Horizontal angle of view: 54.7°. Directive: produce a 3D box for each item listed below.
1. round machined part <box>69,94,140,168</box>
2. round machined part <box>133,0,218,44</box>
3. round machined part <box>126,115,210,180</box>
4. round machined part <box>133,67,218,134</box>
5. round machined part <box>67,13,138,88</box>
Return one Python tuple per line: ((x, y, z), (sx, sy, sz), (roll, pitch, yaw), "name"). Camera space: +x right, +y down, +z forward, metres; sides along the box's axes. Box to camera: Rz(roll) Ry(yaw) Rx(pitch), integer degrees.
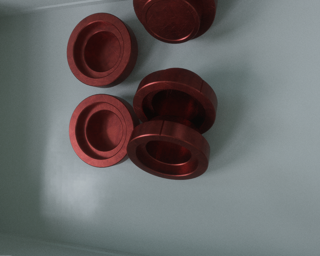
((-0.071, 0.003, 0.427), (0.098, 0.042, 0.097), (0, 90, 20), "round machined part")
((0.016, -0.138, 0.363), (0.098, 0.098, 0.042), (2, 58, 20), "round machined part")
((0.012, 0.021, 0.378), (0.098, 0.098, 0.042), (0, 52, 20), "round machined part")
((0.020, -0.034, 0.375), (0.098, 0.098, 0.042), (0, 50, 20), "round machined part")
((-0.075, -0.104, 0.428), (0.098, 0.042, 0.097), (0, 90, 20), "round machined part")
